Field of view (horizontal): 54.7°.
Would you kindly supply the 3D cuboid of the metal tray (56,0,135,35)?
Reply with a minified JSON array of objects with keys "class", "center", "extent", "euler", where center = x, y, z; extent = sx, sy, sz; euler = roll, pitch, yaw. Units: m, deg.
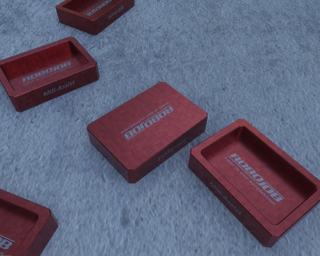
[{"class":"metal tray","center":[-0.121,-0.235,0.595],"extent":[0.090,0.030,0.130],"euler":[25,54,19]}]

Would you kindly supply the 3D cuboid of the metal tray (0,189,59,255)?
[{"class":"metal tray","center":[-0.183,0.105,0.309],"extent":[0.130,0.030,0.090],"euler":[17,52,13]}]

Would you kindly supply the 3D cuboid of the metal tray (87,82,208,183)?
[{"class":"metal tray","center":[-0.015,0.000,0.400],"extent":[0.131,0.030,0.090],"euler":[-34,58,-26]}]

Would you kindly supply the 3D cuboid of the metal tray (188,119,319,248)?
[{"class":"metal tray","center":[0.107,0.055,0.354],"extent":[0.091,0.030,0.130],"euler":[-30,56,-23]}]

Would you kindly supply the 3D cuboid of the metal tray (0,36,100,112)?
[{"class":"metal tray","center":[-0.171,-0.086,0.469],"extent":[0.131,0.030,0.090],"euler":[-28,56,-22]}]
